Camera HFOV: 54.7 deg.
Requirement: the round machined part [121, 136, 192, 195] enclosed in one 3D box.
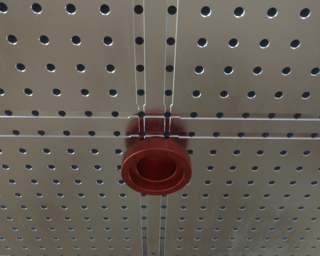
[{"bbox_3d":[-0.005,0.050,0.443,0.099,0.042,0.097,-1,130,0],"label":"round machined part"}]
